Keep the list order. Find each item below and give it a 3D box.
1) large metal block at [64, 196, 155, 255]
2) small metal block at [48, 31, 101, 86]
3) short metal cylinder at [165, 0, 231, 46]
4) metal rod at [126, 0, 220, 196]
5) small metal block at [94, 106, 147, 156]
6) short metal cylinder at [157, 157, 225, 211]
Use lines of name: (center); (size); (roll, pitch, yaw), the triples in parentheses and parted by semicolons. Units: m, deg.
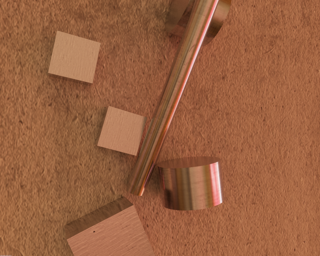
large metal block: (-0.059, 0.141, 0.374); (0.081, 0.050, 0.080); (-24, 98, -19)
small metal block: (-0.103, -0.082, 0.371); (0.050, 0.025, 0.050); (12, 86, -20)
short metal cylinder: (0.047, -0.152, 0.397); (0.050, 0.080, 0.080); (18, 84, -19)
metal rod: (0.020, -0.055, 0.366); (0.025, 0.025, 0.298); (16, 104, -20)
small metal block: (-0.050, 0.004, 0.391); (0.050, 0.025, 0.050); (17, 84, -20)
short metal cylinder: (0.039, 0.068, 0.395); (0.081, 0.080, 0.050); (-7, 93, -20)
